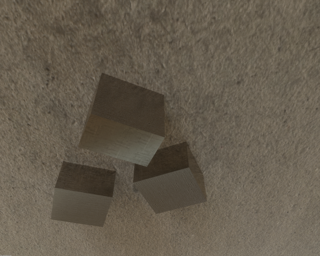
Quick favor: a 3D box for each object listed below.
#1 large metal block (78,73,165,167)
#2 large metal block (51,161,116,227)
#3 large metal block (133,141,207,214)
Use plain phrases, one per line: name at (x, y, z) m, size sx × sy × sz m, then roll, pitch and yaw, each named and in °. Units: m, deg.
large metal block at (-0.042, -0.010, 0.362) m, size 0.081 × 0.080 × 0.050 m, roll 18°, pitch 128°, yaw -16°
large metal block at (-0.118, 0.104, 0.477) m, size 0.081 × 0.050 × 0.079 m, roll 12°, pitch 129°, yaw -11°
large metal block at (0.016, 0.075, 0.455) m, size 0.080 × 0.050 × 0.080 m, roll -18°, pitch 128°, yaw 14°
